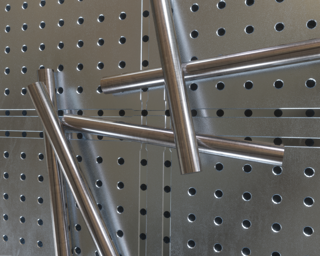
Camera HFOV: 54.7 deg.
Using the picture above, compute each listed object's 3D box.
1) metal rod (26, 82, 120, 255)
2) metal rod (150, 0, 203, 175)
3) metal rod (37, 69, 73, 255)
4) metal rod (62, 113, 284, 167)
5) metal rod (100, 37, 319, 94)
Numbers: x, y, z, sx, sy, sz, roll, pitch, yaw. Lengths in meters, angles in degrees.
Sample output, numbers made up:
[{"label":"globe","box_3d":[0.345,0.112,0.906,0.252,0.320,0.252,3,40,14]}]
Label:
[{"label":"metal rod","box_3d":[-0.118,0.075,0.438,0.025,0.025,0.299,-25,87,18]},{"label":"metal rod","box_3d":[0.012,-0.093,0.383,0.025,0.025,0.299,-14,76,19]},{"label":"metal rod","box_3d":[-0.157,0.061,0.466,0.025,0.025,0.298,-8,88,19]},{"label":"metal rod","box_3d":[0.003,0.012,0.410,0.301,0.025,0.025,9,93,19]},{"label":"metal rod","box_3d":[0.063,-0.076,0.389,0.301,0.025,0.025,-7,88,19]}]
